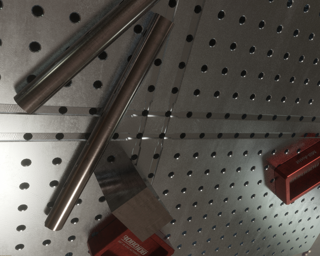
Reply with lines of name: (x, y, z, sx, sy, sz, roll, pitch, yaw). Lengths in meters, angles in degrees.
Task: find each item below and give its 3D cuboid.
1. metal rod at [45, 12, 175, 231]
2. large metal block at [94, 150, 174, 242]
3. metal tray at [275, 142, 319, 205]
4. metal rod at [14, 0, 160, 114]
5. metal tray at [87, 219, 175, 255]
metal rod: (-0.068, 0.004, 0.377, 0.025, 0.025, 0.298, 20, 108, -36)
large metal block: (-0.036, 0.090, 0.413, 0.050, 0.080, 0.080, -36, 129, -5)
metal tray: (0.297, 0.090, 0.629, 0.131, 0.030, 0.090, -28, 128, -11)
metal rod: (-0.029, -0.123, 0.320, 0.300, 0.025, 0.025, -42, 130, 0)
metal tray: (-0.043, 0.196, 0.507, 0.090, 0.030, 0.130, -38, 130, -3)
